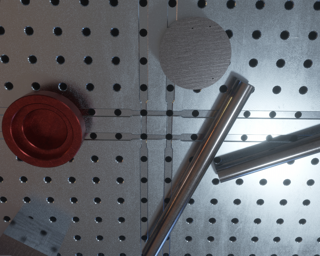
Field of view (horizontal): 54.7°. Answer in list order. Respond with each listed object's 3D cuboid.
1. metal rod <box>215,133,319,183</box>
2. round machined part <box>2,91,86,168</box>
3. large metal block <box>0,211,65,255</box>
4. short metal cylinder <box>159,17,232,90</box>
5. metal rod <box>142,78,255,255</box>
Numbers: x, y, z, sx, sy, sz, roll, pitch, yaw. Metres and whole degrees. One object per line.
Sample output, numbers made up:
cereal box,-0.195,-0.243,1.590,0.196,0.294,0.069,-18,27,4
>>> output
metal rod,0.223,0.018,0.421,0.301,0.025,0.025,-19,109,6
round machined part,-0.146,-0.001,0.402,0.099,0.042,0.097,0,110,0
large metal block,-0.205,0.188,0.467,0.080,0.050,0.080,33,107,-12
short metal cylinder,0.039,-0.090,0.367,0.081,0.050,0.079,0,110,0
metal rod,0.046,0.070,0.439,0.025,0.025,0.298,23,108,-9
